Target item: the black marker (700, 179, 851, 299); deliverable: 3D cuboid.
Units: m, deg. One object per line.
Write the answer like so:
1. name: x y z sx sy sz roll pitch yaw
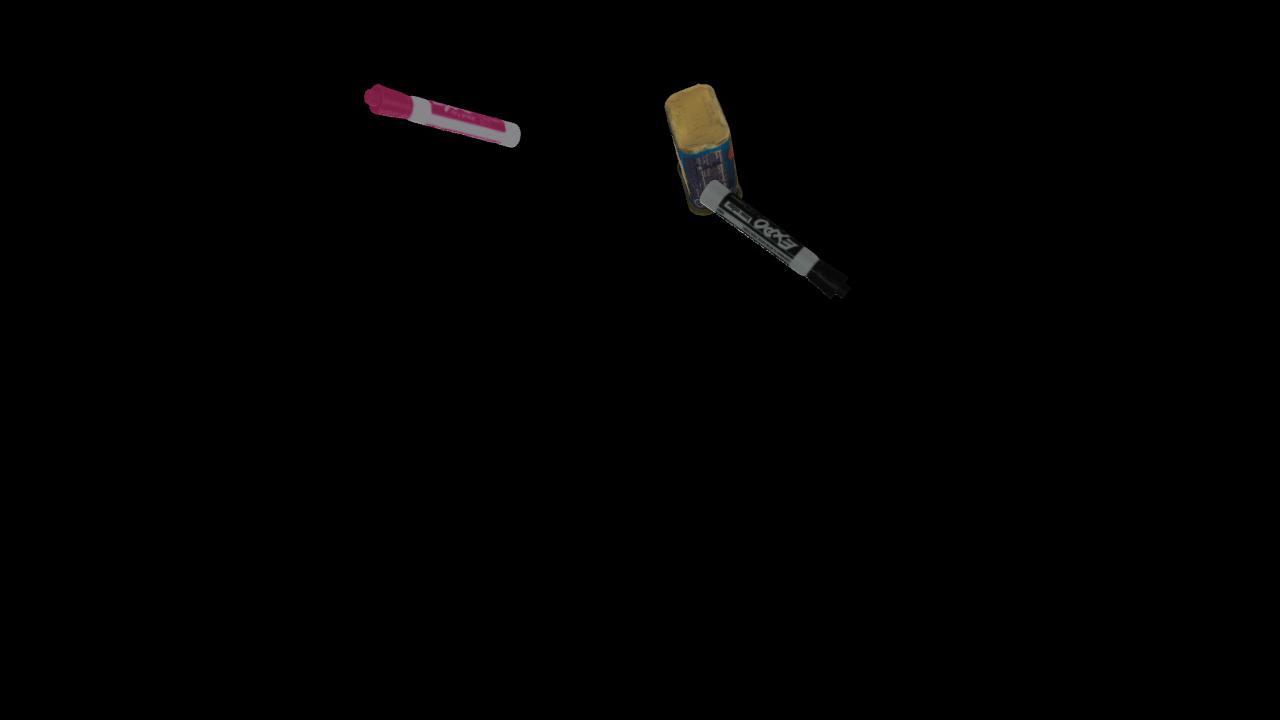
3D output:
1. black marker: 0.093 -0.083 0.424 0.121 0.020 0.020 40 9 11

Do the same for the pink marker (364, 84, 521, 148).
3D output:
1. pink marker: -0.139 -0.175 0.444 0.020 0.020 0.121 0 4 39

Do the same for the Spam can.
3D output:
1. Spam can: 0.064 -0.215 0.628 0.058 0.101 0.085 -16 -35 7
